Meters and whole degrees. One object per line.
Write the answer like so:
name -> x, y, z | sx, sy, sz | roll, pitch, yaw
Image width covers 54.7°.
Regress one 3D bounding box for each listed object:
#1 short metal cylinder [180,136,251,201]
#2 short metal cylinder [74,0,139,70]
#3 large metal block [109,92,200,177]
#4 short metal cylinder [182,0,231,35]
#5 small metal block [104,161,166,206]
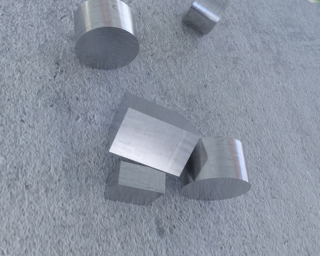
short metal cylinder -> 0.064, 0.051, 0.372 | 0.081, 0.080, 0.050 | 12, 57, -22
short metal cylinder -> -0.070, -0.121, 0.404 | 0.081, 0.080, 0.050 | 3, 60, -27
large metal block -> -0.011, 0.004, 0.354 | 0.080, 0.050, 0.080 | 22, 14, -15
short metal cylinder -> 0.081, -0.210, 0.541 | 0.050, 0.080, 0.080 | 30, 52, -9
small metal block -> -0.028, 0.062, 0.335 | 0.050, 0.050, 0.025 | 16, 56, -20
